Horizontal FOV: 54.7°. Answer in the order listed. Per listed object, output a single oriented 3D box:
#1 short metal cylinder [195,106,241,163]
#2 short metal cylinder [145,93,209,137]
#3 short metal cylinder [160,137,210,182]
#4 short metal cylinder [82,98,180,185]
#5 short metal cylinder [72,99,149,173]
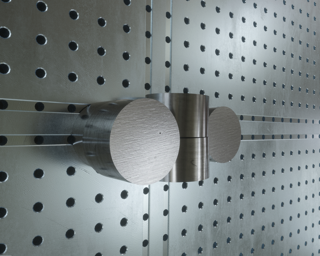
[{"bbox_3d":[0.074,0.009,0.453,0.081,0.050,0.079,0,90,-40],"label":"short metal cylinder"},{"bbox_3d":[0.021,-0.015,0.391,0.081,0.080,0.050,1,90,-40],"label":"short metal cylinder"},{"bbox_3d":[0.022,0.036,0.391,0.081,0.080,0.050,-2,91,-40],"label":"short metal cylinder"},{"bbox_3d":[-0.027,0.012,0.303,0.081,0.050,0.079,0,90,-40],"label":"short metal cylinder"},{"bbox_3d":[-0.050,0.009,0.350,0.081,0.050,0.079,0,90,-40],"label":"short metal cylinder"}]
